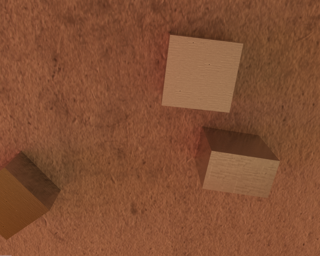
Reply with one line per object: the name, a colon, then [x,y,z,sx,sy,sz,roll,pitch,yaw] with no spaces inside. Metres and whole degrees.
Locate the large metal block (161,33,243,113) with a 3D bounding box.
large metal block: [0.046,-0.068,0.372,0.081,0.050,0.079,6,110,-3]

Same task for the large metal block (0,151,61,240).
large metal block: [-0.202,0.093,0.428,0.080,0.050,0.080,-35,107,11]

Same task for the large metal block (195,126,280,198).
large metal block: [0.093,0.041,0.397,0.081,0.080,0.050,9,110,-4]
